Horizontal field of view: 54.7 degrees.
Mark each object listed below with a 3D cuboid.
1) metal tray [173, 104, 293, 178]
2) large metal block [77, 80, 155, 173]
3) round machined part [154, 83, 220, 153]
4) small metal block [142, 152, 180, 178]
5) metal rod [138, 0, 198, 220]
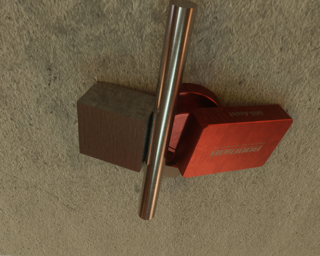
[{"bbox_3d":[0.091,0.016,0.391,0.131,0.030,0.089,-4,134,-24],"label":"metal tray"},{"bbox_3d":[-0.050,-0.002,0.376,0.080,0.050,0.079,17,130,9],"label":"large metal block"},{"bbox_3d":[0.031,-0.005,0.393,0.099,0.042,0.097,0,130,0],"label":"round machined part"},{"bbox_3d":[0.006,0.049,0.437,0.050,0.025,0.050,12,155,-10],"label":"small metal block"},{"bbox_3d":[0.000,0.008,0.360,0.025,0.025,0.298,6,128,-5],"label":"metal rod"}]
